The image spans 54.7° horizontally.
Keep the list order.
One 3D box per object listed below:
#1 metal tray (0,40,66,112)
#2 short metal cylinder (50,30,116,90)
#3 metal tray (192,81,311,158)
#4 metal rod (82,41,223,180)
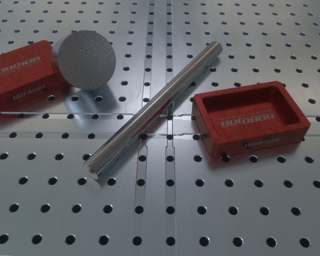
[{"bbox_3d":[-0.214,-0.080,0.470,0.131,0.030,0.090,-28,56,-22],"label":"metal tray"},{"bbox_3d":[-0.110,-0.096,0.442,0.081,0.080,0.050,-29,23,-22],"label":"short metal cylinder"},{"bbox_3d":[0.118,-0.015,0.417,0.131,0.030,0.090,-10,51,-9],"label":"metal tray"},{"bbox_3d":[0.006,-0.042,0.442,0.025,0.025,0.301,29,56,22],"label":"metal rod"}]
